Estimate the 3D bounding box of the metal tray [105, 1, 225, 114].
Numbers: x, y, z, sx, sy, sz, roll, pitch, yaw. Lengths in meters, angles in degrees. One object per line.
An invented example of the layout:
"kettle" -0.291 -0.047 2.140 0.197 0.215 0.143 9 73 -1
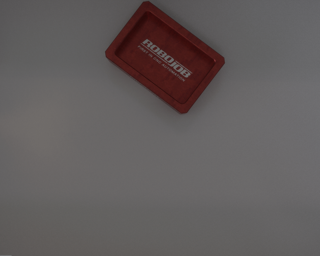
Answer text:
"metal tray" 0.007 -0.090 0.408 0.130 0.030 0.090 37 90 0
